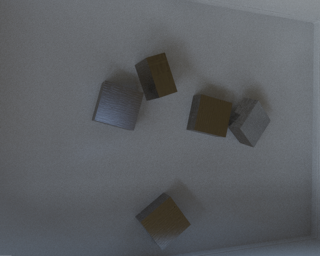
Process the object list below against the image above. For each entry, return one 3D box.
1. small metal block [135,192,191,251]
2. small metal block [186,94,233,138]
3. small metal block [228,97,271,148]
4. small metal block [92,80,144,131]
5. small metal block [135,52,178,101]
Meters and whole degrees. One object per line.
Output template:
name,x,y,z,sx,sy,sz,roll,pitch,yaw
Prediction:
small metal block,0.004,0.124,0.413,0.050,0.025,0.050,-38,103,-16
small metal block,0.070,-0.016,0.438,0.050,0.025,0.050,13,86,-20
small metal block,0.130,-0.008,0.451,0.050,0.025,0.050,-55,129,-12
small metal block,-0.053,-0.027,0.392,0.050,0.025,0.050,16,85,-20
small metal block,-0.006,-0.064,0.396,0.025,0.050,0.050,-21,97,-19
